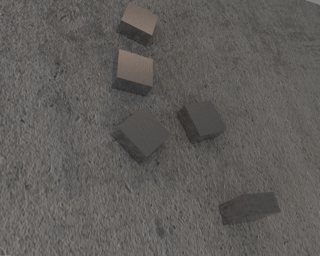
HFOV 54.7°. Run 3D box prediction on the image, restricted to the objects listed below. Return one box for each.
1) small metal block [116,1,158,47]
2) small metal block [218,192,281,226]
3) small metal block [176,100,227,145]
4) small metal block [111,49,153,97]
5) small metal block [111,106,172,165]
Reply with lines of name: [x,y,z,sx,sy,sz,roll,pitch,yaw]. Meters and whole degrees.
small metal block: [-0.035,-0.163,0.484,0.050,0.025,0.050,23,53,-14]
small metal block: [0.110,0.101,0.385,0.050,0.050,0.025,2,61,-27]
small metal block: [0.059,-0.009,0.441,0.050,0.025,0.050,-13,68,-33]
small metal block: [-0.038,-0.076,0.429,0.050,0.025,0.050,13,56,-21]
small metal block: [-0.023,0.009,0.386,0.050,0.025,0.050,46,51,4]
